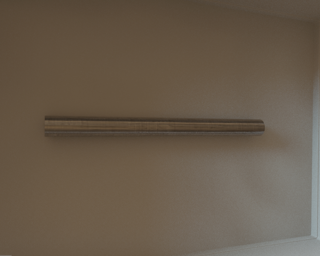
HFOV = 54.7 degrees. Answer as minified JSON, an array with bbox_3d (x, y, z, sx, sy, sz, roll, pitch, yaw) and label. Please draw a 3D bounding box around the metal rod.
[{"bbox_3d":[0.008,-0.001,0.412,0.303,0.025,0.025,0,90,-21],"label":"metal rod"}]
